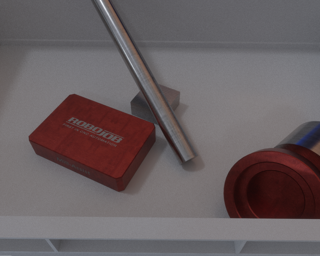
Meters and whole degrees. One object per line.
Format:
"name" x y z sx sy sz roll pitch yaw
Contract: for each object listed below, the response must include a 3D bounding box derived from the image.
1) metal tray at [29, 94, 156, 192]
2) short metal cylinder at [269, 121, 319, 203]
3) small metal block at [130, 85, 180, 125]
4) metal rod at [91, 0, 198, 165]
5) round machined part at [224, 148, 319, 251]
"metal tray" -0.082 0.014 0.389 0.130 0.030 0.090 21 53 16
"short metal cylinder" 0.167 0.039 0.337 0.050 0.080 0.080 -32 57 -28
"small metal block" -0.006 -0.035 0.434 0.050 0.025 0.050 23 53 17
"metal rod" -0.034 -0.089 0.407 0.025 0.025 0.299 -24 77 -19
"round machined part" 0.119 0.068 0.314 0.098 0.097 0.042 37 24 26
